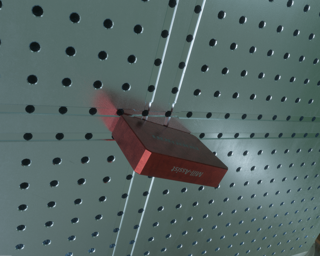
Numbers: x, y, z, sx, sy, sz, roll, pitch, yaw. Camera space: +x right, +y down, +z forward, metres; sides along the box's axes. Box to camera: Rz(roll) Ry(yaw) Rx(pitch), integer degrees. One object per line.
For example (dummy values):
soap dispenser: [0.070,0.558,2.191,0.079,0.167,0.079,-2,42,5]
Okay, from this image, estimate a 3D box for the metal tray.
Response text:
metal tray: [0.013,0.030,0.396,0.131,0.090,0.030,16,110,-35]
